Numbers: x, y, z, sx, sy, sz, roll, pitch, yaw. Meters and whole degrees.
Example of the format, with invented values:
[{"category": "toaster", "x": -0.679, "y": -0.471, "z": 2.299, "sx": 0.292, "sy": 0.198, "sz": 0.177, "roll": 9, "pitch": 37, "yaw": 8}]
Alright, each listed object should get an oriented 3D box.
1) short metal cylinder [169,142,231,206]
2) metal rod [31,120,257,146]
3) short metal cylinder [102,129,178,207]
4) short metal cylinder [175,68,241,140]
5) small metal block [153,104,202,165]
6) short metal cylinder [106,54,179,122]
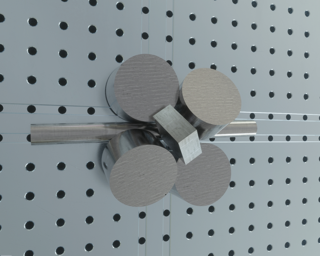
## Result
[{"category": "short metal cylinder", "x": 0.046, "y": 0.058, "z": 0.413, "sx": 0.081, "sy": 0.050, "sz": 0.079, "roll": 0, "pitch": 90, "yaw": -20}, {"category": "metal rod", "x": -0.006, "y": 0.004, "z": 0.406, "sx": 0.303, "sy": 0.025, "sz": 0.025, "roll": -2, "pitch": 91, "yaw": -20}, {"category": "short metal cylinder", "x": -0.026, "y": 0.047, "z": 0.373, "sx": 0.081, "sy": 0.050, "sz": 0.079, "roll": -8, "pitch": 113, "yaw": -18}, {"category": "short metal cylinder", "x": 0.057, "y": -0.030, "z": 0.403, "sx": 0.081, "sy": 0.050, "sz": 0.080, "roll": 8, "pitch": 64, "yaw": -16}, {"category": "small metal block", "x": 0.021, "y": 0.008, "z": 0.365, "sx": 0.025, "sy": 0.050, "sz": 0.050, "roll": -36, "pitch": 144, "yaw": -11}, {"category": "short metal cylinder", "x": -0.023, "y": -0.047, "z": 0.387, "sx": 0.081, "sy": 0.050, "sz": 0.079, "roll": 0, "pitch": 90, "yaw": -20}]
